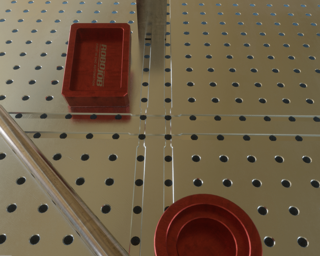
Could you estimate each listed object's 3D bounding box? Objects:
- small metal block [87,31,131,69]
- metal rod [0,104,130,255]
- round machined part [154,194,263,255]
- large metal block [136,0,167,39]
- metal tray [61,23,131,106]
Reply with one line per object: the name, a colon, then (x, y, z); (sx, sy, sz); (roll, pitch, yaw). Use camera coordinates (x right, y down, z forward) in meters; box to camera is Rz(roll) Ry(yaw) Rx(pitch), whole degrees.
small metal block: (-0.084, -0.131, 0.517); (0.050, 0.025, 0.050); (27, 55, 20)
metal rod: (-0.124, 0.061, 0.354); (0.025, 0.025, 0.300); (-36, 59, -26)
round machined part: (0.044, 0.117, 0.299); (0.099, 0.042, 0.098); (0, 50, 0)
large metal block: (-0.013, -0.218, 0.555); (0.050, 0.080, 0.080); (1, 50, 0)
metal tray: (-0.090, -0.096, 0.461); (0.091, 0.030, 0.130); (0, 66, -1)
